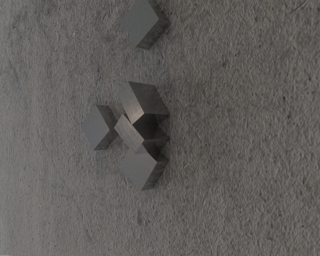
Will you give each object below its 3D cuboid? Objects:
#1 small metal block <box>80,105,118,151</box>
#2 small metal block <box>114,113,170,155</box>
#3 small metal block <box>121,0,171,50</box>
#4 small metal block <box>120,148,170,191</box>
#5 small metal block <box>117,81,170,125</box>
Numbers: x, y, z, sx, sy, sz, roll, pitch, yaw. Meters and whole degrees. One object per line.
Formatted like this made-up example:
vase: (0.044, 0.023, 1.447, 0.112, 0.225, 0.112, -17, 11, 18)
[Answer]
small metal block: (-0.092, 0.000, 0.481, 0.050, 0.025, 0.050, -47, 62, 30)
small metal block: (-0.023, 0.007, 0.408, 0.050, 0.050, 0.025, 49, 119, 29)
small metal block: (-0.020, -0.144, 0.421, 0.050, 0.025, 0.050, -42, 65, 32)
small metal block: (-0.022, 0.049, 0.423, 0.050, 0.025, 0.050, 42, 116, 31)
small metal block: (-0.021, -0.032, 0.406, 0.025, 0.050, 0.050, -41, 65, 32)
